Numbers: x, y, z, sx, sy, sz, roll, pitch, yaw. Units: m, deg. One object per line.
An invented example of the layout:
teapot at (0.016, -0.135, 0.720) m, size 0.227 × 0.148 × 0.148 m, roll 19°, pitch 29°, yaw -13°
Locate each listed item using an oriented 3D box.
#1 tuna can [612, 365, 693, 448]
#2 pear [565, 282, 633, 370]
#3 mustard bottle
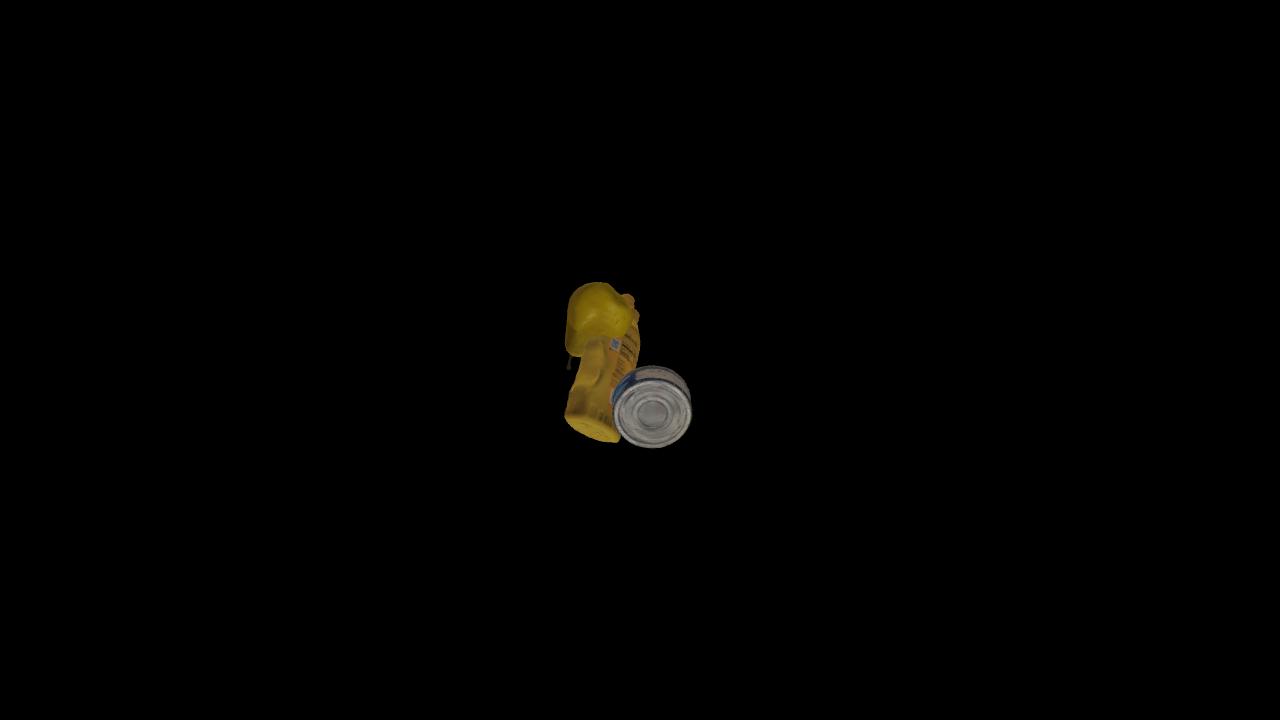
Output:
tuna can at (0.013, 0.050, 0.644) m, size 0.084 × 0.084 × 0.034 m, roll 0°, pitch 24°, yaw -1°
pear at (-0.064, -0.040, 0.744) m, size 0.111 × 0.080 × 0.080 m, roll -44°, pitch -12°, yaw 12°
mustard bottle at (-0.035, 0.001, 0.749) m, size 0.054 × 0.184 × 0.092 m, roll -2°, pitch -27°, yaw 34°
